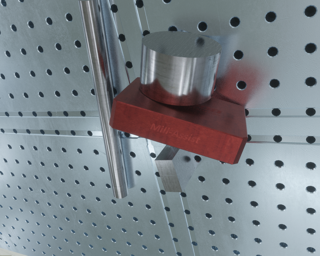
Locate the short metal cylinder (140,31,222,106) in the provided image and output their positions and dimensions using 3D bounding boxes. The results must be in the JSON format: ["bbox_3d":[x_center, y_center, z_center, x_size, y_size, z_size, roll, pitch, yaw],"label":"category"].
[{"bbox_3d":[0.020,-0.065,0.324,0.080,0.080,0.050,18,125,17],"label":"short metal cylinder"}]

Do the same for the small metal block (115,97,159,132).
[{"bbox_3d":[-0.030,-0.020,0.413,0.050,0.025,0.050,9,123,23],"label":"small metal block"}]

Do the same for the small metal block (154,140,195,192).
[{"bbox_3d":[0.021,0.050,0.414,0.025,0.050,0.050,-4,116,30],"label":"small metal block"}]

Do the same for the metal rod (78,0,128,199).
[{"bbox_3d":[-0.073,-0.021,0.434,0.025,0.025,0.298,10,123,22],"label":"metal rod"}]

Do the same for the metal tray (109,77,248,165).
[{"bbox_3d":[0.023,-0.013,0.331,0.131,0.090,0.030,17,116,5],"label":"metal tray"}]
